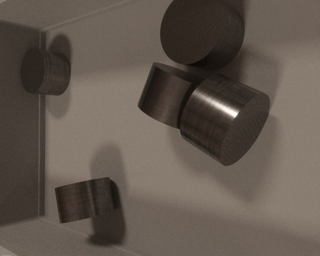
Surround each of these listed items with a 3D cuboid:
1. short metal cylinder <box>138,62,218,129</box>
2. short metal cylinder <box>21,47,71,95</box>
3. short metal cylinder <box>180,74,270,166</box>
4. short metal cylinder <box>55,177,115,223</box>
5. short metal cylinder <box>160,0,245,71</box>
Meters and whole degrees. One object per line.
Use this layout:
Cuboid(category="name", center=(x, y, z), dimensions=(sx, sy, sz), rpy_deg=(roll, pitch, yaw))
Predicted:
Cuboid(category="short metal cylinder", center=(0.021, -0.036, 0.352), dimensions=(0.080, 0.081, 0.050), rpy_deg=(34, 111, 34))
Cuboid(category="short metal cylinder", center=(-0.206, -0.100, 0.557), dimensions=(0.080, 0.050, 0.079), rpy_deg=(0, 90, 39))
Cuboid(category="short metal cylinder", center=(0.066, -0.009, 0.315), dimensions=(0.050, 0.081, 0.079), rpy_deg=(34, 111, 34))
Cuboid(category="short metal cylinder", center=(-0.110, 0.106, 0.459), dimensions=(0.080, 0.081, 0.050), rpy_deg=(-20, 77, 38))
Cuboid(category="short metal cylinder", center=(0.047, -0.108, 0.350), dimensions=(0.080, 0.050, 0.079), rpy_deg=(0, 90, 39))
